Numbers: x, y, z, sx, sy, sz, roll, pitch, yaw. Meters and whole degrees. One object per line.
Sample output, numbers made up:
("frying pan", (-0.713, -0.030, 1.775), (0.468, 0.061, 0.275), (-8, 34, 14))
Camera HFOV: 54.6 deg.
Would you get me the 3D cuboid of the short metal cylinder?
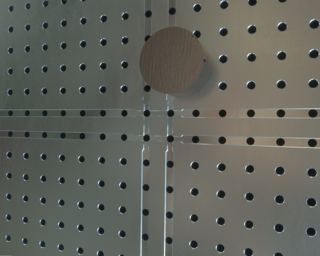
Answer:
("short metal cylinder", (0.021, -0.081, 0.392), (0.080, 0.050, 0.080), (0, 90, 20))
